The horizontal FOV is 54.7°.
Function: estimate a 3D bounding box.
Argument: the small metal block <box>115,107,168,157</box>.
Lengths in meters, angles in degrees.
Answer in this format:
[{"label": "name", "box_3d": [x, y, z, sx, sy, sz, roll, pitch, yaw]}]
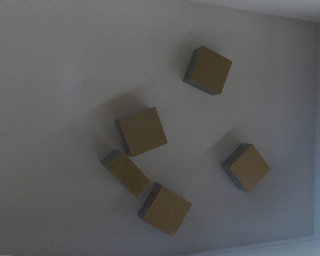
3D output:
[{"label": "small metal block", "box_3d": [-0.024, 0.005, 0.401, 0.050, 0.025, 0.050, -21, 97, -19]}]

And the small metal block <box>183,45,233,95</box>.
[{"label": "small metal block", "box_3d": [0.067, -0.079, 0.435, 0.050, 0.025, 0.050, 23, 82, -19]}]

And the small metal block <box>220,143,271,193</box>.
[{"label": "small metal block", "box_3d": [0.126, 0.058, 0.457, 0.050, 0.025, 0.050, -42, 103, -15]}]

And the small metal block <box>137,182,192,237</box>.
[{"label": "small metal block", "box_3d": [0.006, 0.108, 0.413, 0.050, 0.025, 0.050, 35, 79, -17]}]

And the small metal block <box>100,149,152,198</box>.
[{"label": "small metal block", "box_3d": [-0.043, 0.054, 0.381, 0.025, 0.050, 0.050, -44, 104, -14]}]
